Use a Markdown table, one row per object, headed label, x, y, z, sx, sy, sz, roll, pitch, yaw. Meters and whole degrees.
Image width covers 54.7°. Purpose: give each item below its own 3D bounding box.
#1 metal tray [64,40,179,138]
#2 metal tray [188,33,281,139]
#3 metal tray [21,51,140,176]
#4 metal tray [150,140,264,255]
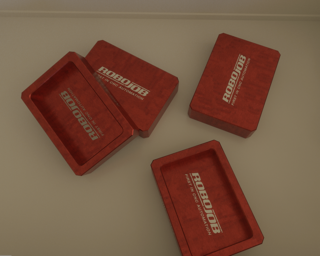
| label | x | y | z | sx | sy | sz | roll | pitch | yaw |
| --- | --- | --- | --- | --- | --- | --- | --- | --- | --- |
| metal tray | -0.051 | -0.055 | 0.427 | 0.130 | 0.030 | 0.090 | 28 | 72 | 10 |
| metal tray | 0.103 | -0.061 | 0.430 | 0.090 | 0.030 | 0.130 | 21 | 71 | 7 |
| metal tray | -0.100 | -0.018 | 0.387 | 0.090 | 0.030 | 0.130 | -39 | 83 | 7 |
| metal tray | 0.051 | 0.088 | 0.368 | 0.091 | 0.030 | 0.130 | -18 | 66 | -7 |
